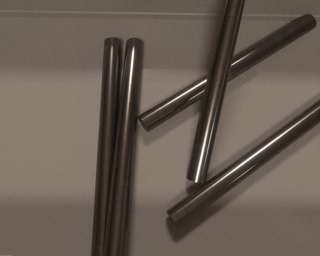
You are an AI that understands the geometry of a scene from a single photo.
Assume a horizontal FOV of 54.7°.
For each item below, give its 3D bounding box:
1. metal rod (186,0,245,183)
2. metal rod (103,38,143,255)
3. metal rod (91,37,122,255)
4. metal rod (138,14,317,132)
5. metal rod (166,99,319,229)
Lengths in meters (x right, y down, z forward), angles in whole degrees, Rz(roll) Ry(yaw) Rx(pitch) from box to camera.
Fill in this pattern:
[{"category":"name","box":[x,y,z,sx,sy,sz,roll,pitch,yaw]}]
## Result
[{"category":"metal rod","box":[0.074,-0.081,0.375,0.025,0.025,0.298,12,95,4]},{"category":"metal rod","box":[-0.043,0.012,0.393,0.025,0.025,0.299,2,66,0]},{"category":"metal rod","box":[-0.068,0.015,0.403,0.025,0.025,0.299,0,70,-1]},{"category":"metal rod","box":[0.102,-0.083,0.441,0.301,0.025,0.025,-32,74,-12]},{"category":"metal rod","box":[0.138,0.029,0.400,0.301,0.025,0.025,-33,74,-12]}]
